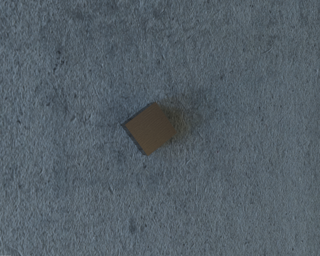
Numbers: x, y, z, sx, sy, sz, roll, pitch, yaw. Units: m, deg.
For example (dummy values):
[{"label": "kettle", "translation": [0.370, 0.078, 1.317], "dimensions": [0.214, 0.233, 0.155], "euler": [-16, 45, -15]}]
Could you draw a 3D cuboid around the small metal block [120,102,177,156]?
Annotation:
[{"label": "small metal block", "translation": [-0.015, 0.001, 0.406], "dimensions": [0.050, 0.025, 0.050], "euler": [-39, 103, -16]}]
